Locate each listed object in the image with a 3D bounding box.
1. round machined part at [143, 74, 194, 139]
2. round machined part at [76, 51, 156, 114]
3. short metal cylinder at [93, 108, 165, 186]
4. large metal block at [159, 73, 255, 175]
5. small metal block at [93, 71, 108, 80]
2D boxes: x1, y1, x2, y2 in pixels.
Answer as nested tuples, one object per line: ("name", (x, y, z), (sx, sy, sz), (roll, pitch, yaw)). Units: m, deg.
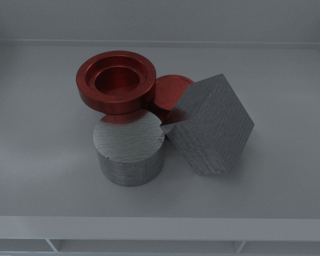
("round machined part", (0.018, -0.035, 0.419), (0.099, 0.042, 0.098), (0, 50, 0))
("round machined part", (-0.054, -0.053, 0.398), (0.099, 0.042, 0.098), (0, 50, 0))
("short metal cylinder", (-0.035, 0.022, 0.368), (0.081, 0.050, 0.080), (0, 50, 0))
("large metal block", (0.058, -0.003, 0.362), (0.050, 0.080, 0.080), (-13, 33, 46))
("small metal block", (-0.082, -0.067, 0.441), (0.025, 0.050, 0.050), (37, 59, 26))
